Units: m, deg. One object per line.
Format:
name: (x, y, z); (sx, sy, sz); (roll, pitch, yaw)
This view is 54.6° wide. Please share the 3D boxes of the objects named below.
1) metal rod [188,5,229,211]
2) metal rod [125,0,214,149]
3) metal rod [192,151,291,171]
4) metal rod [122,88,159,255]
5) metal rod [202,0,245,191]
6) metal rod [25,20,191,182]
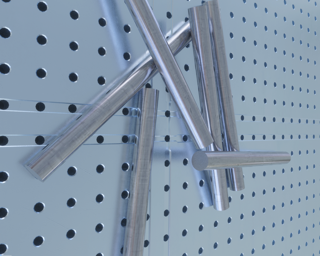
metal rod: (0.073, -0.018, 0.450); (0.025, 0.025, 0.298); (-22, 110, -38)
metal rod: (-0.008, -0.110, 0.372); (0.025, 0.025, 0.299); (-34, 102, -35)
metal rod: (0.148, 0.050, 0.501); (0.302, 0.025, 0.025); (5, 87, -49)
metal rod: (-0.028, 0.100, 0.384); (0.025, 0.025, 0.299); (9, 84, -40)
metal rod: (0.102, -0.045, 0.493); (0.025, 0.025, 0.298); (-17, 101, -39)
metal rod: (-0.036, -0.053, 0.378); (0.301, 0.025, 0.025); (-48, 119, -29)
